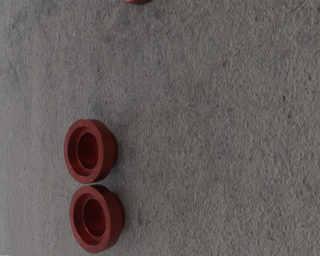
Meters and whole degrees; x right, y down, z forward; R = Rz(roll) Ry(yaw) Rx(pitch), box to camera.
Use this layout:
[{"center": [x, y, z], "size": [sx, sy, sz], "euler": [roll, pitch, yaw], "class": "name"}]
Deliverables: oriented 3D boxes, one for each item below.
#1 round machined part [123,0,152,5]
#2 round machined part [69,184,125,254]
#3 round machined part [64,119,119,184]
[{"center": [-0.035, -0.224, 0.423], "size": [0.098, 0.042, 0.097], "euler": [0, 90, 40], "class": "round machined part"}, {"center": [-0.091, 0.134, 0.469], "size": [0.098, 0.042, 0.097], "euler": [0, 90, 40], "class": "round machined part"}, {"center": [-0.102, 0.035, 0.479], "size": [0.098, 0.042, 0.097], "euler": [0, 90, 40], "class": "round machined part"}]
